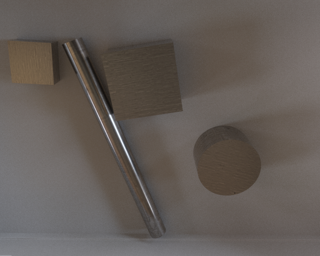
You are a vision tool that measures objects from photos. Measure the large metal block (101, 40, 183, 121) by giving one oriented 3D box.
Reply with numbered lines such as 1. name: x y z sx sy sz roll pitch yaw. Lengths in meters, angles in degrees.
1. large metal block: -0.019 -0.059 0.376 0.080 0.050 0.079 -9 110 2

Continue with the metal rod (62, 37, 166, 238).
1. metal rod: -0.054 0.027 0.420 0.025 0.025 0.298 -19 109 6

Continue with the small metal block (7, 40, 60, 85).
1. small metal block: -0.153 -0.081 0.379 0.050 0.025 0.050 3 110 -2

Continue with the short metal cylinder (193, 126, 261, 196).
1. short metal cylinder: 0.088 0.043 0.415 0.081 0.050 0.079 0 110 -1
